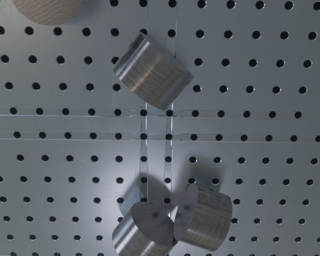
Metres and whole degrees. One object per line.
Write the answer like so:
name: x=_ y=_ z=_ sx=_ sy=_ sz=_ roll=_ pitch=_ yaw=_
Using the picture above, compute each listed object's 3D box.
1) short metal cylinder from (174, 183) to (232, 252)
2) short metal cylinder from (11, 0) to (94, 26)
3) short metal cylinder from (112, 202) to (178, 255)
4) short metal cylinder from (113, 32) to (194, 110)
short metal cylinder: x=0.058 y=0.123 z=0.430 sx=0.050 sy=0.080 sz=0.079 roll=21 pitch=109 yaw=-8
short metal cylinder: x=-0.117 y=-0.156 z=0.341 sx=0.081 sy=0.050 sz=0.079 roll=0 pitch=110 yaw=0
short metal cylinder: x=-0.020 y=0.152 z=0.440 sx=0.080 sy=0.080 sz=0.050 roll=32 pitch=107 yaw=-11
short metal cylinder: x=-0.007 y=-0.066 z=0.360 sx=0.080 sy=0.080 sz=0.050 roll=37 pitch=106 yaw=-13
